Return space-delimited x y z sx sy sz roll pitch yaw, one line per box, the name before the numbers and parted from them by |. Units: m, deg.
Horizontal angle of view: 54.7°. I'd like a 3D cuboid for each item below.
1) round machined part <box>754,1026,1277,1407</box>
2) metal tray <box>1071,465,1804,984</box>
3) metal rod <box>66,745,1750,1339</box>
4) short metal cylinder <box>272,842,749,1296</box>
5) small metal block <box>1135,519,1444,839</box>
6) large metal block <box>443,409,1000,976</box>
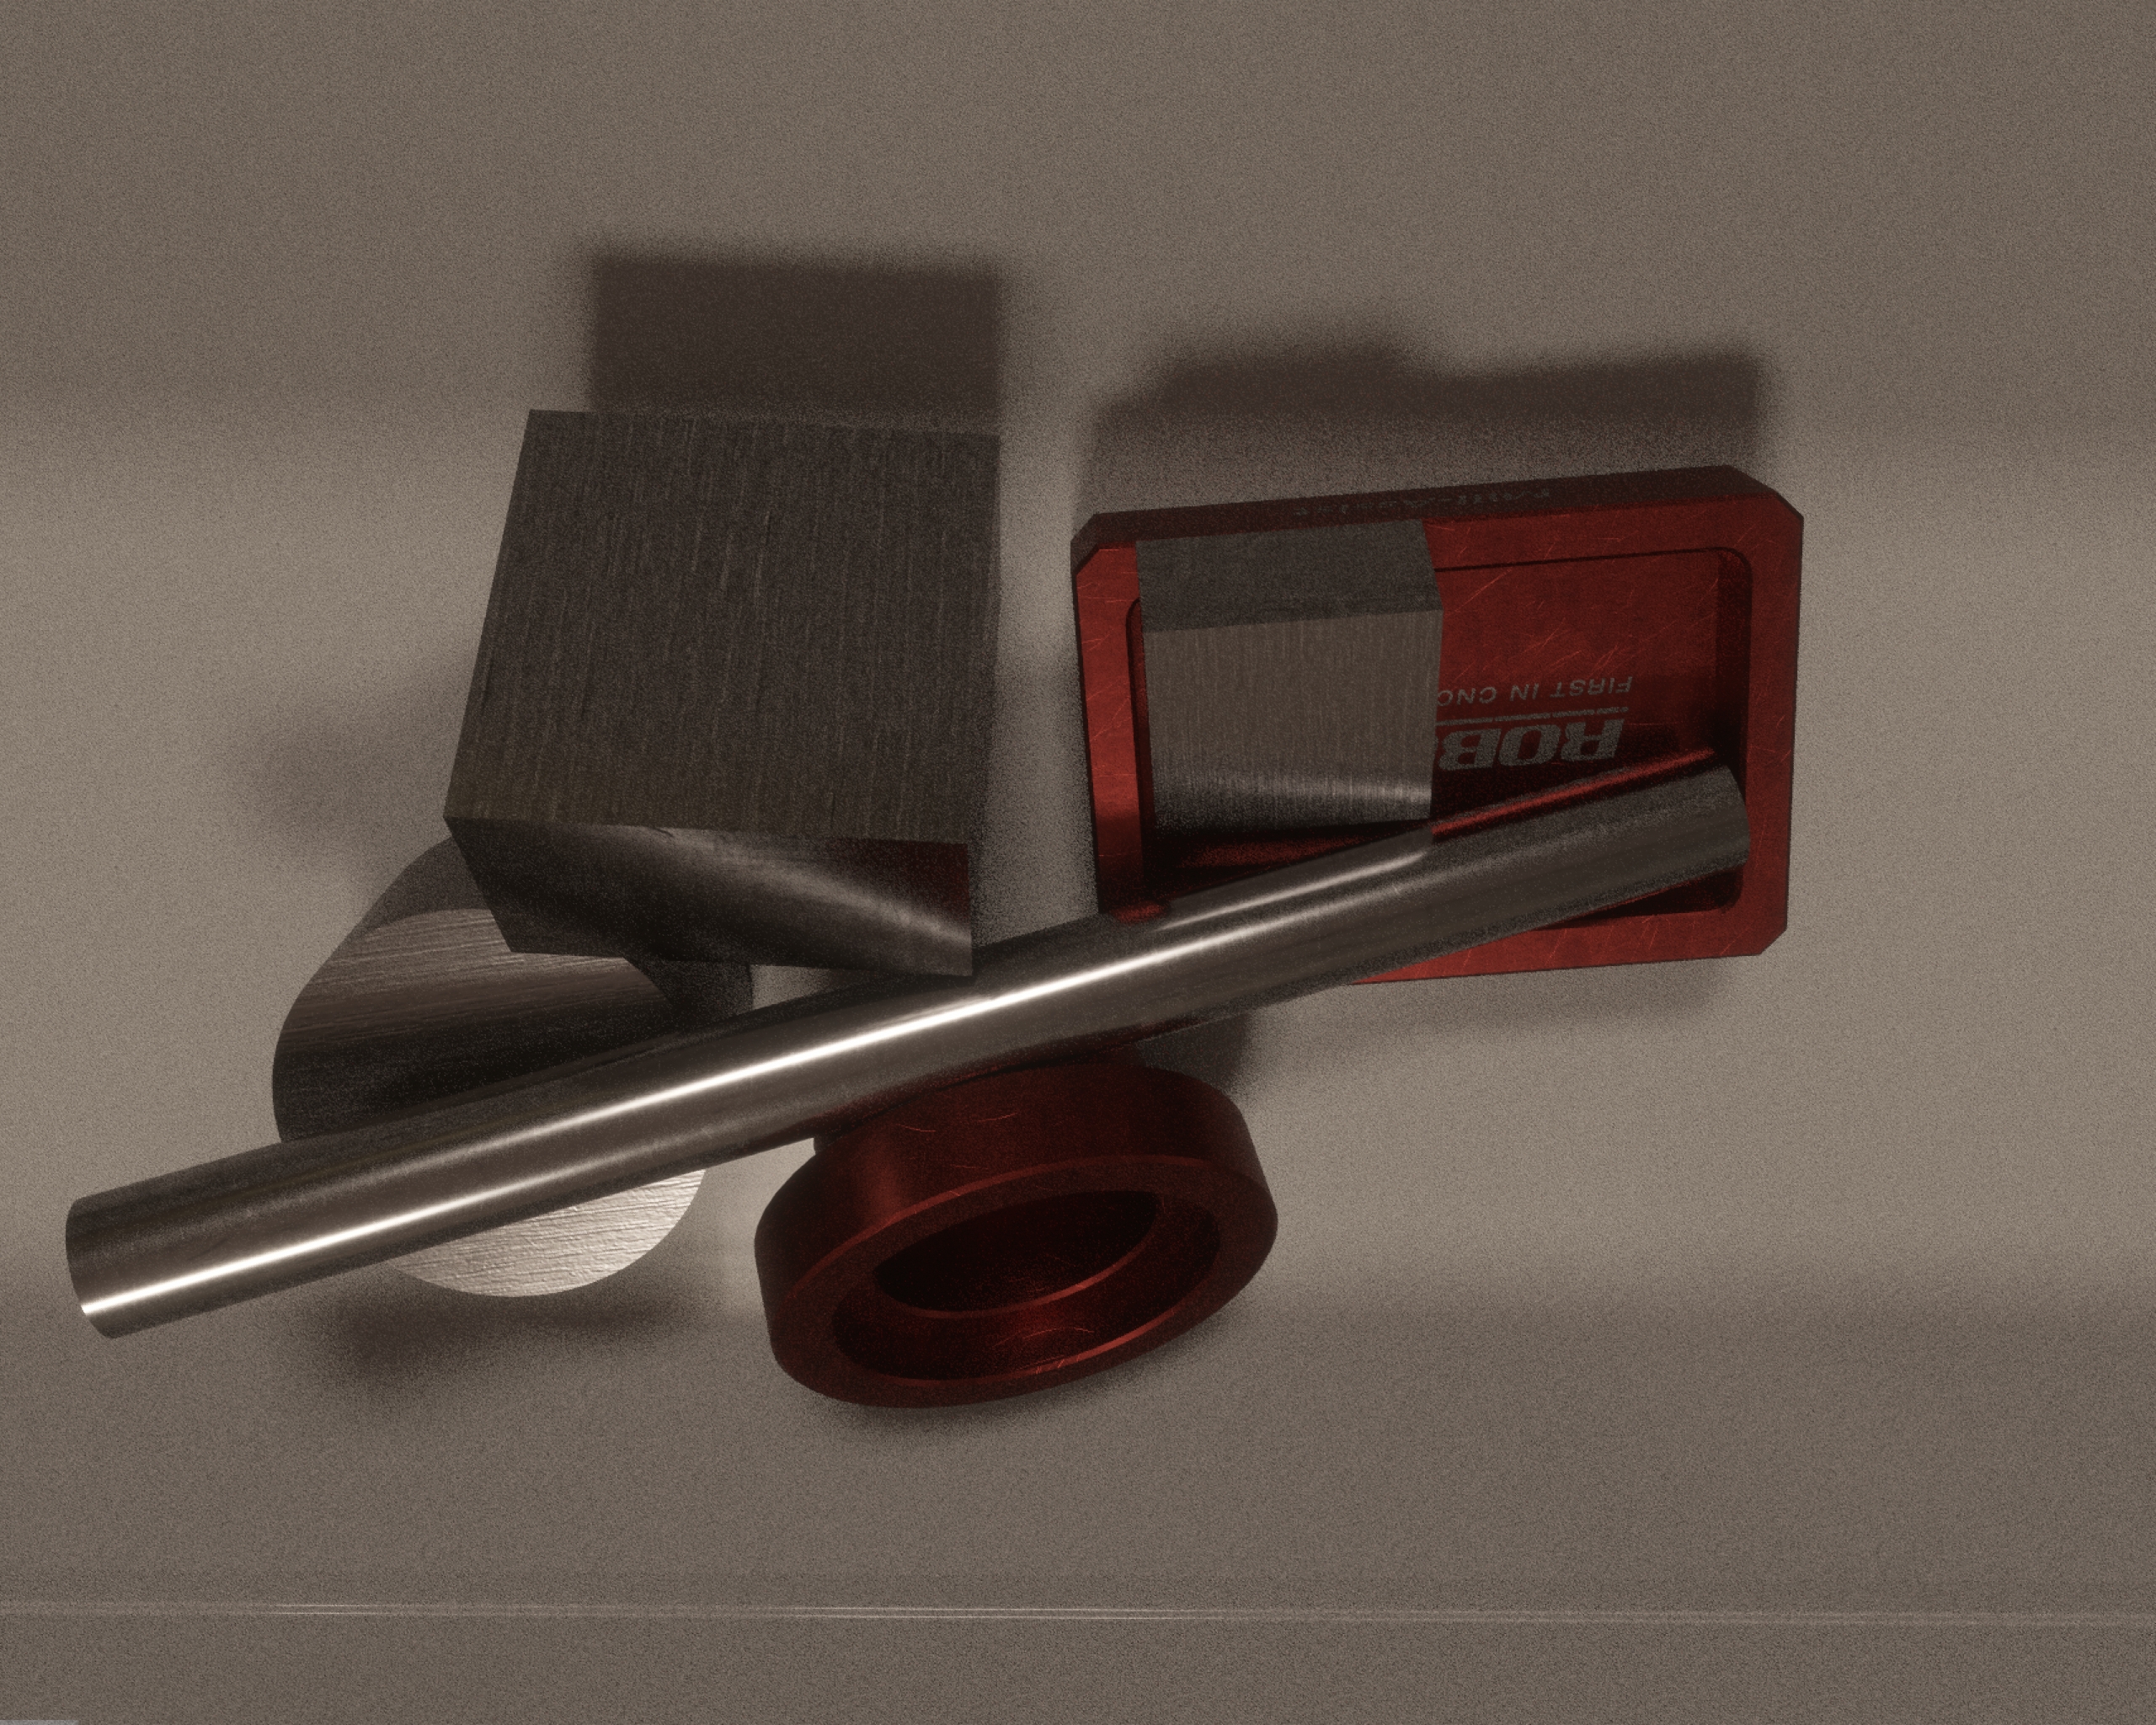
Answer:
round machined part | -0.014 0.065 0.407 0.099 0.042 0.097 -12 145 -8
metal tray | 0.067 -0.024 0.398 0.131 0.030 0.089 -4 110 1
metal rod | -0.024 0.030 0.376 0.302 0.025 0.025 -15 110 -7
short metal cylinder | -0.108 0.037 0.408 0.081 0.050 0.079 0 110 -1
small metal block | 0.037 -0.032 0.375 0.050 0.025 0.050 -4 136 1
large metal block | -0.056 -0.029 0.361 0.081 0.080 0.050 3 152 -1
